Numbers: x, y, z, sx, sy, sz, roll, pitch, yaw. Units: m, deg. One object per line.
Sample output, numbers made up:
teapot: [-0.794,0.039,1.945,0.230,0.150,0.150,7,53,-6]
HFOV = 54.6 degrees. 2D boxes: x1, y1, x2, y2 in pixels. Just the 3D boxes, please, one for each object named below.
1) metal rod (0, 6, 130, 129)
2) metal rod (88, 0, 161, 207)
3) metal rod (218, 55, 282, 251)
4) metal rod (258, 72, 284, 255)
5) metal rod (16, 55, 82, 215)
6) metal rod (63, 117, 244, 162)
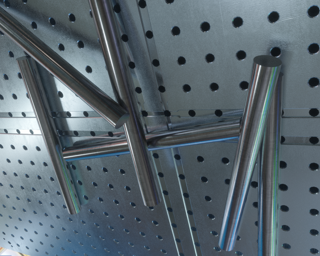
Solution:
metal rod: [-0.158,-0.101,0.403,0.300,0.025,0.025,39,130,13]
metal rod: [-0.043,-0.035,0.389,0.025,0.025,0.298,-3,110,30]
metal rod: [0.099,0.056,0.374,0.025,0.025,0.298,15,131,19]
metal rod: [0.135,0.076,0.386,0.025,0.025,0.298,5,121,26]
metal rod: [-0.180,0.027,0.524,0.025,0.025,0.298,7,122,25]
metal rod: [-0.028,0.022,0.439,0.300,0.025,0.025,-10,113,32]
